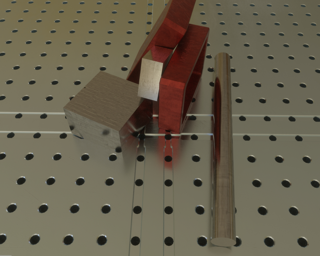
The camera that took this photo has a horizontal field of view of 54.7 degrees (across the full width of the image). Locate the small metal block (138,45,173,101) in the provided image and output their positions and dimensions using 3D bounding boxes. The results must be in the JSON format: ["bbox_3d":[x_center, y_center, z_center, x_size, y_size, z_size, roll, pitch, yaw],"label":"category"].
[{"bbox_3d":[-0.005,-0.069,0.385,0.025,0.050,0.050,16,34,8],"label":"small metal block"}]

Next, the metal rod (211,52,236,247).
[{"bbox_3d":[0.083,0.001,0.407,0.025,0.025,0.300,6,50,4],"label":"metal rod"}]

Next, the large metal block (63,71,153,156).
[{"bbox_3d":[-0.064,-0.021,0.409,0.080,0.050,0.080,22,53,17],"label":"large metal block"}]

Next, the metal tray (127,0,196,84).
[{"bbox_3d":[-0.001,-0.123,0.443,0.030,0.129,0.090,28,50,-14],"label":"metal tray"}]

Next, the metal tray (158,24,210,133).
[{"bbox_3d":[0.033,-0.069,0.423,0.030,0.089,0.130,15,52,11],"label":"metal tray"}]
